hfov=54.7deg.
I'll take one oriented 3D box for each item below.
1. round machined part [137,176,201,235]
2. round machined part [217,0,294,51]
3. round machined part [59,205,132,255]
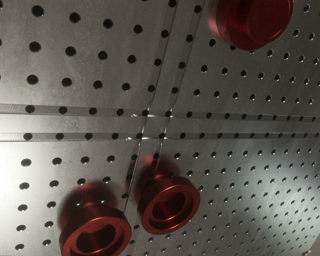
[{"bbox_3d":[0.010,0.113,0.478,0.099,0.042,0.097,-14,125,-21],"label":"round machined part"},{"bbox_3d":[0.123,-0.143,0.381,0.099,0.042,0.097,-14,124,-21],"label":"round machined part"},{"bbox_3d":[-0.094,0.150,0.443,0.099,0.042,0.097,-14,125,-21],"label":"round machined part"}]
